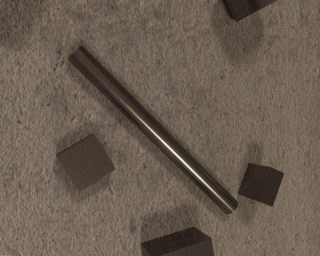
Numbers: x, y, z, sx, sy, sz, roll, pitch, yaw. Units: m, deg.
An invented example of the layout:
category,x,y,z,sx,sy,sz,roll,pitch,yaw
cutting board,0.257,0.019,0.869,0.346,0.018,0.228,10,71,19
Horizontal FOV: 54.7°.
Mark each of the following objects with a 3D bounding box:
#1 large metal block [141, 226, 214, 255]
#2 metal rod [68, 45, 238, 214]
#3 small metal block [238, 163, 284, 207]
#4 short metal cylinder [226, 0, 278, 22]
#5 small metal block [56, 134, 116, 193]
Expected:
category,x,y,z,sx,sy,sz,roll,pitch,yaw
large metal block,0.026,0.187,0.407,0.081,0.050,0.079,-11,94,-20
metal rod,0.001,0.012,0.410,0.300,0.025,0.025,45,76,-15
small metal block,0.146,0.082,0.452,0.025,0.050,0.050,25,82,-19
short metal cylinder,0.132,-0.190,0.430,0.080,0.080,0.050,-31,101,-18
small metal block,-0.090,0.041,0.376,0.050,0.025,0.050,-32,101,-17
